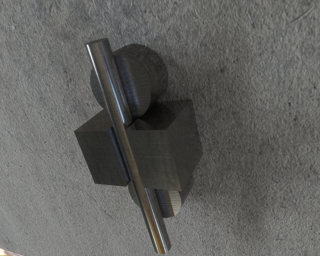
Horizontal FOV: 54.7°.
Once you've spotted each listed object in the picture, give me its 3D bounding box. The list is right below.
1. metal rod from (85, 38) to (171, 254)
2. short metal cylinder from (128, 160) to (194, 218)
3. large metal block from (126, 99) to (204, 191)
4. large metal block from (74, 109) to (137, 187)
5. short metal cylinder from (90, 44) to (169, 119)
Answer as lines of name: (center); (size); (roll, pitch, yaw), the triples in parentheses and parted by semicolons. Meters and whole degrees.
metal rod: (-0.031, 0.041, 0.385); (0.025, 0.025, 0.298); (-1, 118, 28)
short metal cylinder: (0.002, 0.080, 0.441); (0.080, 0.050, 0.079); (13, 123, 21)
large metal block: (0.010, 0.018, 0.379); (0.050, 0.080, 0.080); (-1, 118, 28)
large metal block: (-0.057, 0.020, 0.415); (0.050, 0.080, 0.080); (-1, 118, 28)
short metal cylinder: (-0.036, -0.056, 0.376); (0.080, 0.050, 0.079); (13, 123, 21)
